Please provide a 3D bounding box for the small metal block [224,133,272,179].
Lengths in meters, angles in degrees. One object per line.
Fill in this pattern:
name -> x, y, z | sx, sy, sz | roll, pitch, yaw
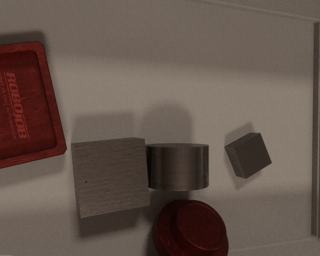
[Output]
small metal block -> 0.131, 0.040, 0.461 | 0.050, 0.025, 0.050 | -26, 99, -18

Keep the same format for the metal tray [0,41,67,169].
metal tray -> -0.164, -0.025, 0.347 | 0.091, 0.030, 0.129 | -13, 95, -20

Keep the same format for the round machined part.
round machined part -> 0.044, 0.131, 0.389 | 0.099, 0.098, 0.042 | 13, 129, -20

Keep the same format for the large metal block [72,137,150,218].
large metal block -> -0.061, 0.055, 0.376 | 0.081, 0.050, 0.079 | -5, 92, -20

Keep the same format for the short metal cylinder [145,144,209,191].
short metal cylinder -> 0.021, 0.046, 0.390 | 0.081, 0.080, 0.050 | 0, 90, -20
